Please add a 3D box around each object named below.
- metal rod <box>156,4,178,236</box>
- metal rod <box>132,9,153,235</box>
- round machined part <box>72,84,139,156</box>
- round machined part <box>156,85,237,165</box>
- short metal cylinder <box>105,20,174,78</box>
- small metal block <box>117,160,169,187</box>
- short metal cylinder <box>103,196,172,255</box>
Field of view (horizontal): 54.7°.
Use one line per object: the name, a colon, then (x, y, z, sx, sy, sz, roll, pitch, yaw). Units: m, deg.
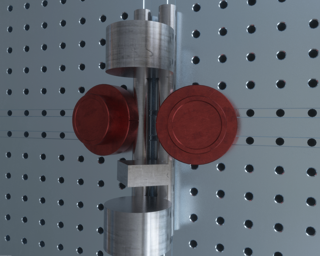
metal rod: (0.009, -0.009, 0.409, 0.025, 0.025, 0.298, 1, 90, 20)
metal rod: (-0.025, -0.008, 0.420, 0.025, 0.025, 0.298, 1, 90, 20)
round machined part: (-0.080, -0.011, 0.418, 0.098, 0.042, 0.097, 0, 90, 34)
round machined part: (0.044, -0.004, 0.374, 0.099, 0.042, 0.097, 0, 90, 5)
short metal cylinder: (-0.024, -0.090, 0.368, 0.080, 0.080, 0.050, 1, 91, 20)
small metal block: (-0.022, 0.055, 0.382, 0.050, 0.050, 0.025, 1, 90, -22)
short metal cylinder: (-0.026, 0.115, 0.370, 0.080, 0.080, 0.050, 1, 91, 20)
